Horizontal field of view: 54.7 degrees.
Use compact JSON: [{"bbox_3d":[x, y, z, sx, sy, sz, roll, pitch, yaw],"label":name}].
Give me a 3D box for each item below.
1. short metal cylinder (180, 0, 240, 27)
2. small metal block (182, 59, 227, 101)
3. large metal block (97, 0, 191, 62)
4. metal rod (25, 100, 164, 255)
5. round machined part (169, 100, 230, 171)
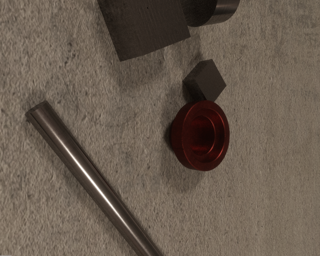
[{"bbox_3d":[0.062,-0.182,0.423,0.050,0.080,0.080,-23,105,-38],"label":"short metal cylinder"},{"bbox_3d":[0.068,-0.067,0.464,0.050,0.025,0.050,-50,120,-28],"label":"small metal block"},{"bbox_3d":[-0.018,-0.134,0.375,0.081,0.050,0.080,-31,110,-36],"label":"large metal block"},{"bbox_3d":[-0.051,0.098,0.363,0.025,0.025,0.299,-46,118,-30],"label":"metal rod"},{"bbox_3d":[0.052,0.010,0.439,0.099,0.042,0.097,0,90,-40],"label":"round machined part"}]
